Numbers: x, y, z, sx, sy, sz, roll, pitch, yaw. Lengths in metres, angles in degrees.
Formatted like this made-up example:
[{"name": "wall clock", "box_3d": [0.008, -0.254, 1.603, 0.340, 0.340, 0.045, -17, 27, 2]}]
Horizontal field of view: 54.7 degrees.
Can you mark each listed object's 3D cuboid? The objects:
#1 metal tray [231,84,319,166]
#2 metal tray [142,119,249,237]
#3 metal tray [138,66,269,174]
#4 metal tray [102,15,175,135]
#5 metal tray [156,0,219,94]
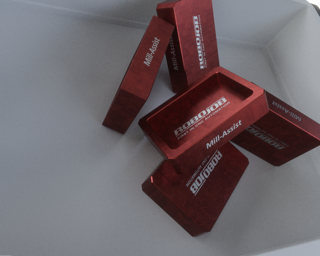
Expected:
[{"name": "metal tray", "box_3d": [0.149, -0.001, 0.444, 0.131, 0.090, 0.030, 29, 52, -10]}, {"name": "metal tray", "box_3d": [0.050, 0.058, 0.394, 0.090, 0.030, 0.131, 43, 51, 1]}, {"name": "metal tray", "box_3d": [0.049, -0.014, 0.369, 0.130, 0.030, 0.090, -35, 40, -8]}, {"name": "metal tray", "box_3d": [-0.026, -0.067, 0.387, 0.030, 0.090, 0.130, 25, 54, -11]}, {"name": "metal tray", "box_3d": [0.046, -0.123, 0.450, 0.091, 0.030, 0.129, -39, 128, -38]}]
